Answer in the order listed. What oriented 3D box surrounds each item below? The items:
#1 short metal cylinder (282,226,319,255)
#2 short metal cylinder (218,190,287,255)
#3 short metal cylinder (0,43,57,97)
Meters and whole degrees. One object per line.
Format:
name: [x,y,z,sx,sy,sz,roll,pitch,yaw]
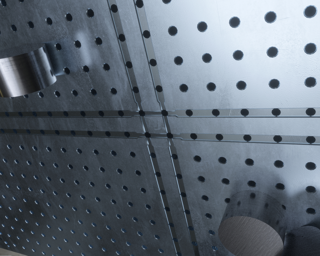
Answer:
short metal cylinder: [0.185,0.170,0.383,0.050,0.080,0.080,45,129,-4]
short metal cylinder: [0.123,0.130,0.410,0.080,0.050,0.079,13,124,20]
short metal cylinder: [-0.190,-0.081,0.423,0.080,0.080,0.050,4,120,26]
